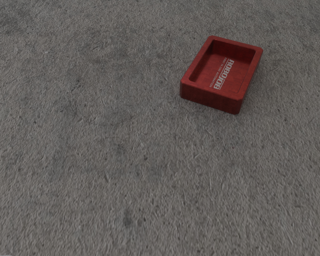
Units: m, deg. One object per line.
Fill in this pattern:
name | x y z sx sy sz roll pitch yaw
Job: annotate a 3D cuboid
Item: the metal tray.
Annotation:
metal tray | 0.095 -0.085 0.472 0.090 0.030 0.130 20 53 16
